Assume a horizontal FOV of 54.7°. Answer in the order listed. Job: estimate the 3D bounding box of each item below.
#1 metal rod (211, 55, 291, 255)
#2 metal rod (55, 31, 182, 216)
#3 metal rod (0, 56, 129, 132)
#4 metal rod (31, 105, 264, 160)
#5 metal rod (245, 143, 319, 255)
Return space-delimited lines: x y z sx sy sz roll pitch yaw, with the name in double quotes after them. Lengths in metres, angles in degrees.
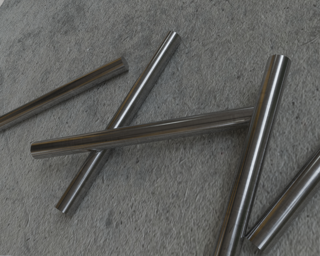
0.082 0.061 0.305 0.025 0.025 0.299 11 72 32 "metal rod"
-0.052 -0.016 0.441 0.025 0.025 0.300 20 72 35 "metal rod"
-0.190 -0.048 0.533 0.301 0.025 0.025 -23 53 14 "metal rod"
-0.026 0.008 0.389 0.301 0.025 0.025 -9 58 14 "metal rod"
0.188 -0.001 0.305 0.300 0.025 0.025 -48 51 -6 "metal rod"
